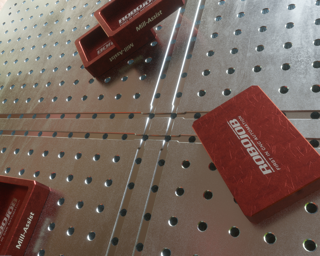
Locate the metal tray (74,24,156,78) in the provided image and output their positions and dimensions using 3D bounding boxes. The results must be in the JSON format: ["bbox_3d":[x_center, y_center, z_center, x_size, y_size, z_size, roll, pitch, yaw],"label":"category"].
[{"bbox_3d":[-0.081,-0.157,0.545,0.130,0.030,0.090,-34,51,6],"label":"metal tray"}]

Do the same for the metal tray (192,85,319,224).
[{"bbox_3d":[0.103,0.023,0.337,0.090,0.030,0.130,-32,51,7],"label":"metal tray"}]

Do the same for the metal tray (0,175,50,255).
[{"bbox_3d":[-0.221,0.136,0.438,0.090,0.030,0.130,2,62,29],"label":"metal tray"}]

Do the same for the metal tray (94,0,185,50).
[{"bbox_3d":[-0.036,-0.194,0.505,0.130,0.030,0.090,-35,51,2],"label":"metal tray"}]
